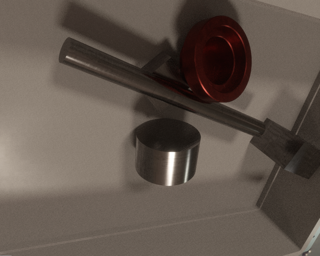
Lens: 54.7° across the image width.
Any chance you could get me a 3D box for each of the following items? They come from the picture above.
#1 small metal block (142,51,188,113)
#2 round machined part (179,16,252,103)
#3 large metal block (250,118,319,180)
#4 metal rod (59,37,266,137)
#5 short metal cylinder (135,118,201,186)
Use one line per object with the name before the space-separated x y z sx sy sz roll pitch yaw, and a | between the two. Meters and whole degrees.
small metal block | 0.001 -0.056 0.376 0.050 0.025 0.050 -40 130 -1
round machined part | 0.062 -0.079 0.368 0.099 0.042 0.097 -4 96 -38
large metal block | 0.212 0.034 0.513 0.080 0.080 0.050 21 107 -37
metal rod | 0.029 -0.035 0.372 0.302 0.025 0.025 17 109 -36
short metal cylinder | 0.009 0.029 0.397 0.081 0.080 0.050 -10 123 -24
